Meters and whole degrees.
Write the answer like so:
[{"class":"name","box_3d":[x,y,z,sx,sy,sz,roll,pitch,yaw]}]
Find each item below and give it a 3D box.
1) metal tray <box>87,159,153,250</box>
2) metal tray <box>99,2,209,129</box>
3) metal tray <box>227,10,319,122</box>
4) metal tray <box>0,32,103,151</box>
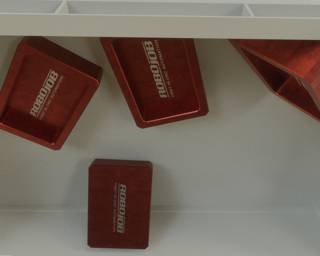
[{"class":"metal tray","box_3d":[-0.059,0.114,0.463,0.091,0.030,0.129,3,101,-3]},{"class":"metal tray","box_3d":[-0.001,-0.063,0.351,0.090,0.030,0.129,-12,129,10]},{"class":"metal tray","box_3d":[0.129,-0.050,0.294,0.030,0.090,0.131,-52,140,9]},{"class":"metal tray","box_3d":[-0.138,-0.037,0.372,0.090,0.030,0.129,26,125,-21]}]
